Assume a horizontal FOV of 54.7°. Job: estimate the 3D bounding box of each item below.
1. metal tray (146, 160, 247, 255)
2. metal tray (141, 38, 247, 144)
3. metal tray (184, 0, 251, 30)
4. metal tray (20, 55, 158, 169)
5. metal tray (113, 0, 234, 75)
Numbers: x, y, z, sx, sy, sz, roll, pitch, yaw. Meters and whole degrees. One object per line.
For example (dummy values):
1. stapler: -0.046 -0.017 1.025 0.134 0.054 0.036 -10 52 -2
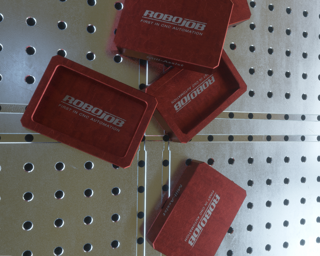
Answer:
1. metal tray: 0.053 0.122 0.431 0.090 0.030 0.130 35 78 -17
2. metal tray: 0.048 -0.052 0.428 0.131 0.030 0.090 -40 103 -16
3. metal tray: 0.067 -0.202 0.436 0.091 0.030 0.129 -23 98 -19
4. metal tray: -0.080 -0.018 0.364 0.131 0.030 0.090 24 82 -5
5. metal tray: 0.017 -0.127 0.391 0.131 0.030 0.090 14 85 4
